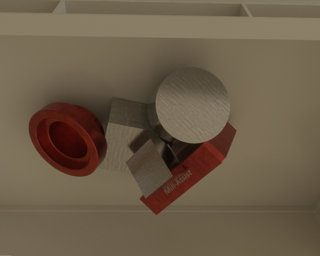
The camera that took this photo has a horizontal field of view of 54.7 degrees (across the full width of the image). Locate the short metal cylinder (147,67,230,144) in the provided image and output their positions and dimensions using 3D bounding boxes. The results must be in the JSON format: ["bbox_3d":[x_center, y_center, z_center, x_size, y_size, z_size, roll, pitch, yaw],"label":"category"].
[{"bbox_3d":[0.030,-0.022,0.344,0.081,0.080,0.050,12,173,-11],"label":"short metal cylinder"}]

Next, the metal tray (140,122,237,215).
[{"bbox_3d":[0.037,0.048,0.404,0.030,0.090,0.129,44,121,0],"label":"metal tray"}]

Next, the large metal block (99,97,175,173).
[{"bbox_3d":[-0.030,0.014,0.403,0.081,0.050,0.079,11,129,-10],"label":"large metal block"}]

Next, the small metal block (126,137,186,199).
[{"bbox_3d":[-0.006,0.046,0.362,0.025,0.050,0.050,-4,146,-52],"label":"small metal block"}]

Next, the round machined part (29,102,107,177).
[{"bbox_3d":[-0.109,0.010,0.388,0.098,0.042,0.097,13,127,18],"label":"round machined part"}]
